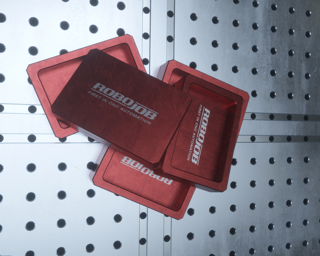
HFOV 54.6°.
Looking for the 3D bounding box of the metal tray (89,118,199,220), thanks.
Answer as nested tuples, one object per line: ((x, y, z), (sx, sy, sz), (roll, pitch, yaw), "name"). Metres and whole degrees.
((-0.013, 0.054, 0.405), (0.131, 0.030, 0.090), (28, 81, -18), "metal tray")

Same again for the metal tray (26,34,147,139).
((-0.081, -0.052, 0.380), (0.131, 0.030, 0.090), (-24, 98, -18), "metal tray")

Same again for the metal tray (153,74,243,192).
((0.051, 0.008, 0.395), (0.090, 0.030, 0.130), (21, 71, -19), "metal tray")

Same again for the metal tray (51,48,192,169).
((-0.041, -0.023, 0.351), (0.130, 0.030, 0.090), (27, 72, 4), "metal tray")

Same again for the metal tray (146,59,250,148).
((0.052, -0.027, 0.428), (0.131, 0.030, 0.090), (20, 83, -18), "metal tray")
